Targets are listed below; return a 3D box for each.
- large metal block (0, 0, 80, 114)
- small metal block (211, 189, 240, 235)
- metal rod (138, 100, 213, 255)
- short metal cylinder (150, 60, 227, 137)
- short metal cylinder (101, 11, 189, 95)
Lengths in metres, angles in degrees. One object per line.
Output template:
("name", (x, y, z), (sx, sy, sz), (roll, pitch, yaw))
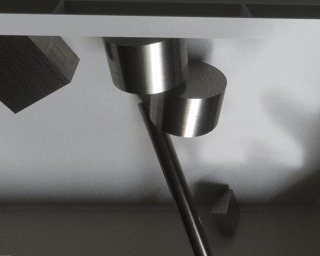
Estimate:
("large metal block", (-0.147, -0.073, 0.328), (0.080, 0.050, 0.080), (-25, 126, 19))
("small metal block", (0.107, 0.135, 0.501), (0.025, 0.050, 0.050), (-7, 122, 30))
("metal rod", (0.034, 0.104, 0.415), (0.025, 0.025, 0.298), (-17, 103, 13))
("short metal cylinder", (0.029, -0.035, 0.344), (0.081, 0.080, 0.050), (2, 130, -3))
("short metal cylinder", (-0.013, -0.077, 0.308), (0.080, 0.080, 0.050), (-5, 130, 3))
